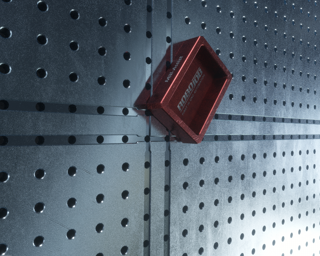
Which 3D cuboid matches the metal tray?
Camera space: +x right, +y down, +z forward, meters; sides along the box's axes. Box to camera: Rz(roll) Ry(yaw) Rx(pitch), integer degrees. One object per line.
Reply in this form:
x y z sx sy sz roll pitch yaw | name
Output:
0.047 -0.054 0.443 0.090 0.030 0.130 44 64 -31 | metal tray
